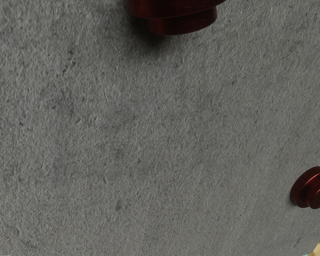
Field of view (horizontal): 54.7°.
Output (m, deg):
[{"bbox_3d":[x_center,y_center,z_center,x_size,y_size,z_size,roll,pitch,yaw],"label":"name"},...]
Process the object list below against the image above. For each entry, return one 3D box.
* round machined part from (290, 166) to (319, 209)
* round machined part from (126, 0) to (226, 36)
[{"bbox_3d":[0.330,0.133,0.658,0.099,0.042,0.097,-14,124,-21],"label":"round machined part"},{"bbox_3d":[0.018,-0.121,0.295,0.099,0.098,0.042,-23,127,-14],"label":"round machined part"}]
